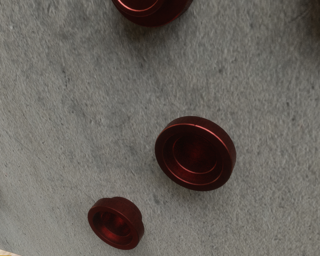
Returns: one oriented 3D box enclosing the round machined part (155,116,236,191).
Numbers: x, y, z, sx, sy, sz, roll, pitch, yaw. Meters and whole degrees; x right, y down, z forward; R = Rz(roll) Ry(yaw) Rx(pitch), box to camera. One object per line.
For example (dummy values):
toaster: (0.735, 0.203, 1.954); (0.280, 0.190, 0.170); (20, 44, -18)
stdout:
round machined part: (0.047, 0.028, 0.387); (0.098, 0.042, 0.097); (13, 124, 20)

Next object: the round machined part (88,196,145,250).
round machined part: (-0.070, 0.156, 0.527); (0.098, 0.042, 0.097); (13, 124, 20)

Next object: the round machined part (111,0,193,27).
round machined part: (-0.015, -0.150, 0.309); (0.098, 0.042, 0.097); (13, 124, 20)
